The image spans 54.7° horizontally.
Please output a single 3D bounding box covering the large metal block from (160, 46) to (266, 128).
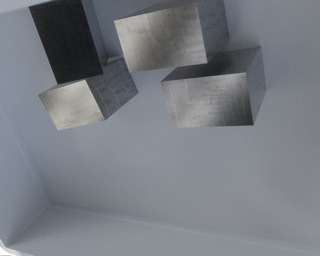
[{"bbox_3d":[0.058,-0.042,0.316,0.080,0.080,0.050,-2,118,28],"label":"large metal block"}]

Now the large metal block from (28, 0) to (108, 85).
[{"bbox_3d":[-0.096,-0.104,0.349,0.050,0.080,0.079,-13,115,1],"label":"large metal block"}]

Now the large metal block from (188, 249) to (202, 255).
[{"bbox_3d":[0.067,0.266,0.523,0.080,0.050,0.079,30,128,9],"label":"large metal block"}]

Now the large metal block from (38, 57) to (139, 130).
[{"bbox_3d":[-0.087,-0.043,0.391,0.080,0.080,0.050,-10,114,32],"label":"large metal block"}]

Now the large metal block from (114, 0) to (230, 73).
[{"bbox_3d":[0.016,-0.096,0.305,0.080,0.080,0.050,-1,118,28],"label":"large metal block"}]
